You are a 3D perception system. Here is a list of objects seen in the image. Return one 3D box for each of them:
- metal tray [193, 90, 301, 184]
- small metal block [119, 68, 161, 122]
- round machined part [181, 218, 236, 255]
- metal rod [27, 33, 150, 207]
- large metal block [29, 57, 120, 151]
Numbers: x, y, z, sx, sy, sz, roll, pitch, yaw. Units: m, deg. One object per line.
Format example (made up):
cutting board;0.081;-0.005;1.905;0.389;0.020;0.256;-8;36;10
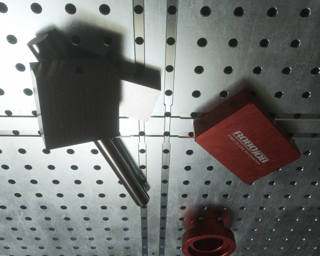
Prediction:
metal tray;0.119;0.018;0.425;0.090;0.030;0.130;-35;122;26
small metal block;-0.031;-0.039;0.378;0.050;0.025;0.050;14;129;-13
round machined part;0.089;0.205;0.577;0.099;0.042;0.097;-1;130;0
metal rod;-0.079;0.013;0.421;0.025;0.025;0.299;-16;129;12
large metal block;-0.092;-0.029;0.340;0.081;0.050;0.079;-11;122;-25
